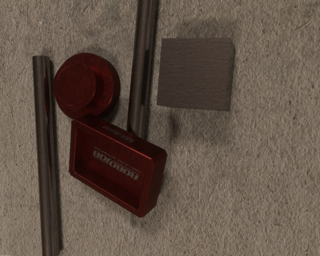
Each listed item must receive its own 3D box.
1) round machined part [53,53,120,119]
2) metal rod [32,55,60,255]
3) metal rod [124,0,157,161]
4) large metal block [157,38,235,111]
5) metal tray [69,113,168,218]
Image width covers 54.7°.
[{"bbox_3d":[-0.109,-0.058,0.437,0.098,0.042,0.097,0,90,19],"label":"round machined part"},{"bbox_3d":[-0.172,0.042,0.467,0.025,0.025,0.298,-4,89,19],"label":"metal rod"},{"bbox_3d":[-0.023,-0.102,0.416,0.025,0.025,0.298,6,92,19],"label":"metal rod"},{"bbox_3d":[0.045,-0.064,0.379,0.080,0.050,0.079,5,92,19],"label":"large metal block"},{"bbox_3d":[-0.060,0.046,0.402,0.130,0.030,0.089,25,120,24],"label":"metal tray"}]
